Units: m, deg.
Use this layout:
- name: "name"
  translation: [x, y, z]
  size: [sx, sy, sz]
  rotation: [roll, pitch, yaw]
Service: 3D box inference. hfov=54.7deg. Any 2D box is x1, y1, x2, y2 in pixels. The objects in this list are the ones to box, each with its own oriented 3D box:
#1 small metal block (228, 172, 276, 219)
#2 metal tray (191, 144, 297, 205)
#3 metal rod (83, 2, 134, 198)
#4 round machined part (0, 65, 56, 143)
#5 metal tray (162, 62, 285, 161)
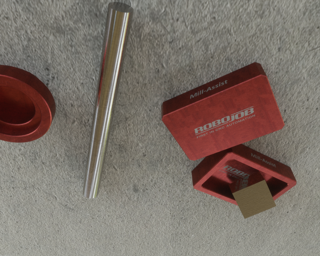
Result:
- name: "small metal block"
  translation: [0.138, 0.101, 0.464]
  size: [0.050, 0.025, 0.050]
  rotation: [-25, 109, 8]
- name: "metal tray"
  translation: [0.126, 0.075, 0.470]
  size: [0.131, 0.030, 0.089]
  rotation: [24, 126, -20]
- name: "metal rod"
  translation: [-0.074, -0.009, 0.398]
  size: [0.025, 0.025, 0.298]
  rotation: [10, 129, -9]
- name: "round machined part"
  translation: [-0.174, -0.032, 0.366]
  size: [0.099, 0.042, 0.097]
  rotation: [-1, 130, 0]
- name: "metal tray"
  translation: [0.079, -0.016, 0.392]
  size: [0.130, 0.030, 0.090]
  rotation: [-22, 127, 17]
